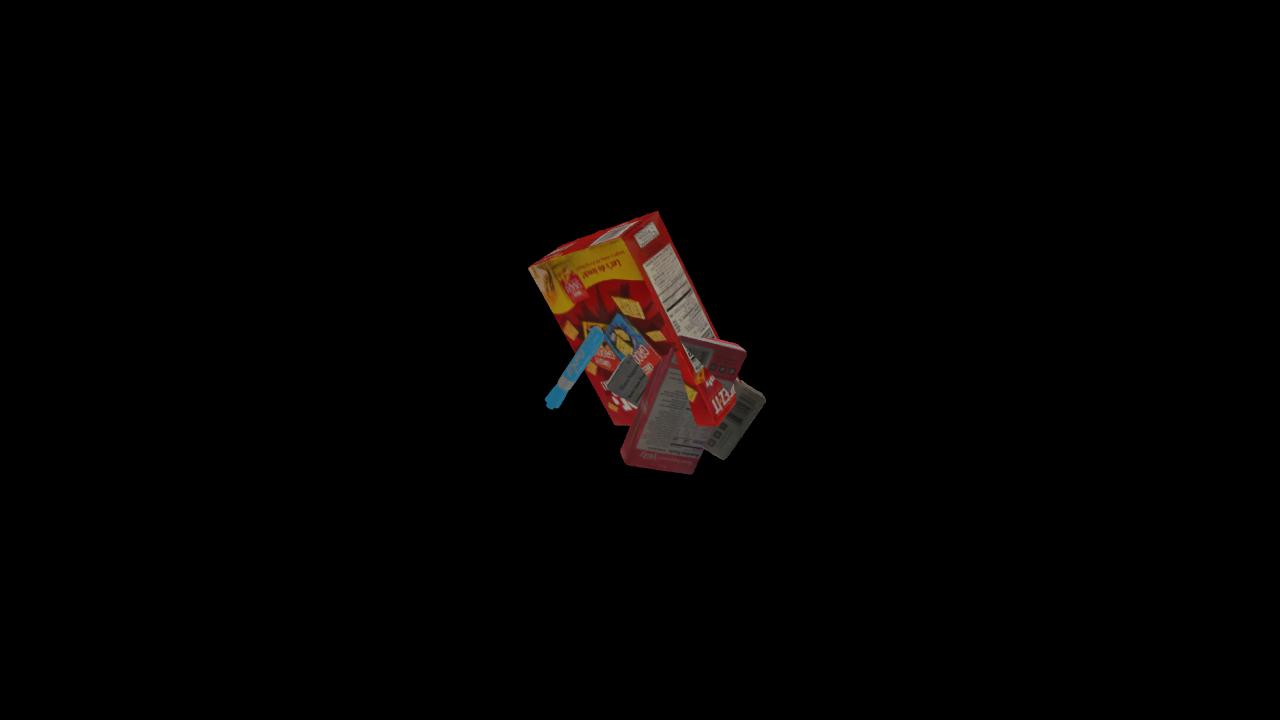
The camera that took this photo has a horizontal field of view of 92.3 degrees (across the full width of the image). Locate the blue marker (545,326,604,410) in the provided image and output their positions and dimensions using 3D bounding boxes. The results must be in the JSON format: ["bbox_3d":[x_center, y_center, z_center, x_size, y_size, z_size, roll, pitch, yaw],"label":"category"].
[{"bbox_3d":[-0.067,0.004,0.666,0.020,0.121,0.020,33,14,-9],"label":"blue marker"}]

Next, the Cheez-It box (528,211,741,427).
[{"bbox_3d":[-0.005,-0.032,0.668,0.166,0.223,0.071,-6,28,48],"label":"Cheez-It box"}]

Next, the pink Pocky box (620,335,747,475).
[{"bbox_3d":[0.044,0.046,0.646,0.084,0.155,0.029,13,20,-23],"label":"pink Pocky box"}]

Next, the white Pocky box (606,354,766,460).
[{"bbox_3d":[0.050,0.034,0.662,0.154,0.084,0.028,32,11,-6],"label":"white Pocky box"}]
